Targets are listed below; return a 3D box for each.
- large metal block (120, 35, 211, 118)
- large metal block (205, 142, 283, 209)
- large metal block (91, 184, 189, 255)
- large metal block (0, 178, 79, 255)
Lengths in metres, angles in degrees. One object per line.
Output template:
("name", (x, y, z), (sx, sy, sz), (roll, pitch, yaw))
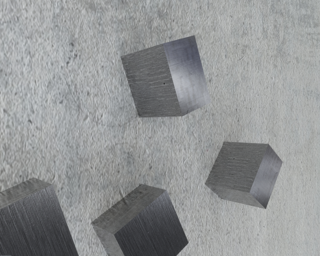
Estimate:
("large metal block", (0.006, -0.059, 0.374), (0.050, 0.080, 0.080), (-26, 107, -37))
("large metal block", (0.129, 0.069, 0.477), (0.050, 0.080, 0.080), (44, 64, -32))
("large metal block", (-0.022, 0.126, 0.370), (0.081, 0.050, 0.080), (-34, 111, -35))
("large metal block", (-0.131, 0.101, 0.279), (0.081, 0.050, 0.080), (-25, 106, -37))
